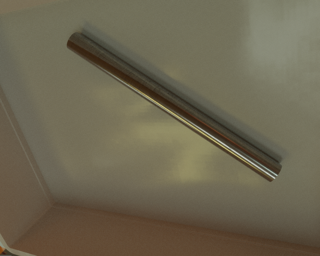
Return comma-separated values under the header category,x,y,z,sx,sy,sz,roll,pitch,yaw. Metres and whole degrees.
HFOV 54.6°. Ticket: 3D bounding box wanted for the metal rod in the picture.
category,x,y,z,sx,sy,sz,roll,pitch,yaw
metal rod,0.013,-0.029,0.384,0.300,0.025,0.025,34,129,6
